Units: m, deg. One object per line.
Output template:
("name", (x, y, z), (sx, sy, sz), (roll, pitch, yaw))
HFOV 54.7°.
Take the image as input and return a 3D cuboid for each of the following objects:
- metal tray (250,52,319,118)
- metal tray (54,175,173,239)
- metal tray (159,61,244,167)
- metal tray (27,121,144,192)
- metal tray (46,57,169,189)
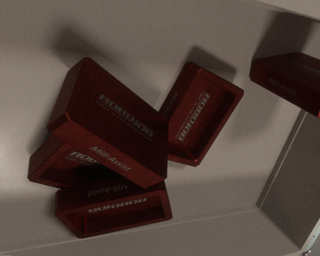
("metal tray", (0.197, -0.063, 0.412), (0.091, 0.130, 0.030), (-14, 124, -21))
("metal tray", (-0.054, 0.099, 0.394), (0.131, 0.030, 0.090), (-12, 141, -1))
("metal tray", (0.045, -0.014, 0.423), (0.091, 0.030, 0.129), (19, 108, -36))
("metal tray", (-0.075, 0.045, 0.371), (0.131, 0.030, 0.090), (26, 128, -38))
("metal tray", (-0.045, -0.003, 0.329), (0.030, 0.090, 0.130), (-30, 129, 31))
